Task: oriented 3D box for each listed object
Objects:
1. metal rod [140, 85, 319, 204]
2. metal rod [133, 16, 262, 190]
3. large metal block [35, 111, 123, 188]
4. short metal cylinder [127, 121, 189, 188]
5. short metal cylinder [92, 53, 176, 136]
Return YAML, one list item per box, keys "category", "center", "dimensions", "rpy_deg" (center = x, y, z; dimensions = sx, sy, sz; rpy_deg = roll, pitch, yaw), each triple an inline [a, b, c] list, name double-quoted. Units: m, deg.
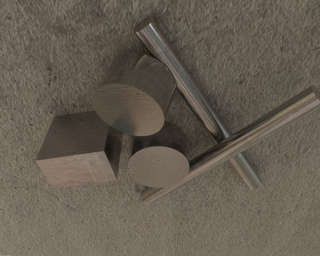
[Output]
- category: "metal rod"
  center: [0.071, 0.039, 0.410]
  dimensions: [0.025, 0.025, 0.299]
  rpy_deg: [31, 133, -24]
- category: "metal rod"
  center: [0.064, -0.011, 0.398]
  dimensions: [0.025, 0.025, 0.300]
  rpy_deg: [-26, 126, 20]
- category: "large metal block"
  center: [-0.096, 0.024, 0.390]
  dimensions: [0.080, 0.080, 0.050]
  rpy_deg: [-8, 130, 7]
- category: "short metal cylinder"
  center: [-0.002, 0.036, 0.422]
  dimensions: [0.081, 0.050, 0.079]
  rpy_deg: [0, 130, 0]
- category: "short metal cylinder"
  center: [-0.027, -0.036, 0.345]
  dimensions: [0.080, 0.050, 0.080]
  rpy_deg: [12, 142, 10]
